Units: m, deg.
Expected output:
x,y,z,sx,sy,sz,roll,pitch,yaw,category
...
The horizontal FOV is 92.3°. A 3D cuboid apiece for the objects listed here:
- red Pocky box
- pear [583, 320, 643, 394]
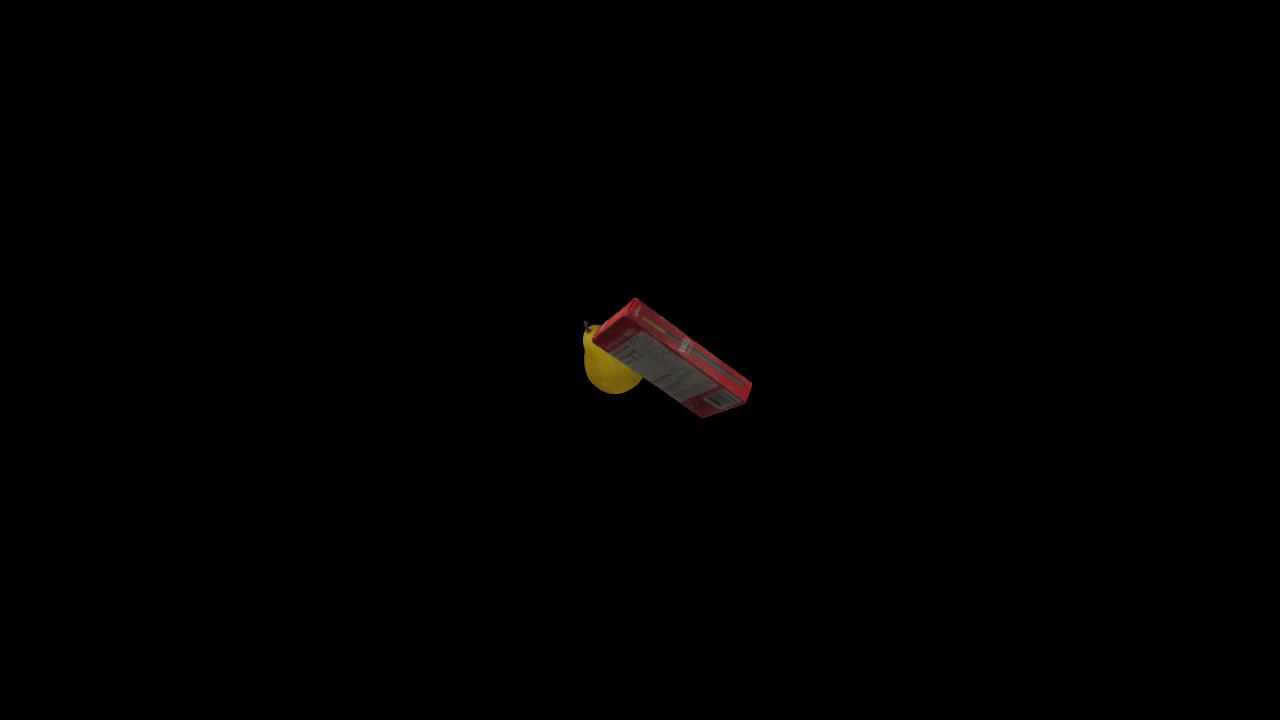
x,y,z,sx,sy,sz,roll,pitch,yaw,category
0.033,0.002,0.631,0.155,0.028,0.083,35,-29,-15,red Pocky box
-0.044,-0.011,0.744,0.080,0.080,0.111,0,-42,47,pear
